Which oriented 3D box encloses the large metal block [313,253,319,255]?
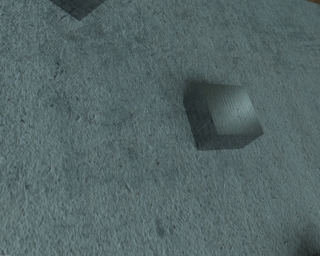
[{"bbox_3d":[0.227,0.212,0.381,0.080,0.050,0.080,45,51,3],"label":"large metal block"}]

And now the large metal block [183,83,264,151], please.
[{"bbox_3d":[0.089,-0.015,0.445,0.081,0.050,0.080,0,62,-28],"label":"large metal block"}]

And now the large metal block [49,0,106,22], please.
[{"bbox_3d":[-0.124,-0.216,0.453,0.080,0.050,0.080,35,51,-5],"label":"large metal block"}]
